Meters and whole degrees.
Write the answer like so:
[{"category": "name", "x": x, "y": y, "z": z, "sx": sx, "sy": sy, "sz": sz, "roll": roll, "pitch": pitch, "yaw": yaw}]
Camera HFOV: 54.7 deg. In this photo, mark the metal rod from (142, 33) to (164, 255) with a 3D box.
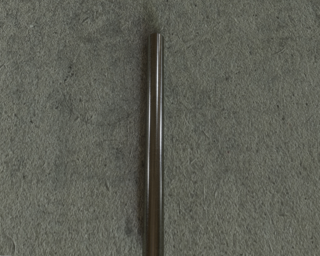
[{"category": "metal rod", "x": -0.007, "y": 0.008, "z": 0.406, "sx": 0.025, "sy": 0.025, "sz": 0.299, "roll": 0, "pitch": 70, "yaw": 0}]
